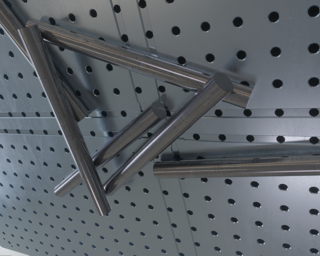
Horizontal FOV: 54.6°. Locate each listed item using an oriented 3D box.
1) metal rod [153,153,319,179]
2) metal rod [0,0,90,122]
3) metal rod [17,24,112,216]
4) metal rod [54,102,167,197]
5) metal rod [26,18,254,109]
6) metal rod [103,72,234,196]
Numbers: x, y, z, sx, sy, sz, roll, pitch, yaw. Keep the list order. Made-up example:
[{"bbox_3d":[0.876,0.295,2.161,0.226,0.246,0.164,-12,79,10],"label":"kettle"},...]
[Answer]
[{"bbox_3d":[0.124,0.046,0.374,0.300,0.025,0.025,-7,115,31],"label":"metal rod"},{"bbox_3d":[-0.200,-0.134,0.435,0.025,0.025,0.300,-28,104,37],"label":"metal rod"},{"bbox_3d":[-0.129,0.005,0.448,0.025,0.025,0.299,-1,118,29],"label":"metal rod"},{"bbox_3d":[-0.094,0.048,0.491,0.025,0.025,0.299,48,129,-6],"label":"metal rod"},{"bbox_3d":[-0.037,-0.084,0.379,0.301,0.025,0.025,21,126,15],"label":"metal rod"},{"bbox_3d":[-0.011,0.028,0.416,0.025,0.025,0.299,44,135,-2],"label":"metal rod"}]
